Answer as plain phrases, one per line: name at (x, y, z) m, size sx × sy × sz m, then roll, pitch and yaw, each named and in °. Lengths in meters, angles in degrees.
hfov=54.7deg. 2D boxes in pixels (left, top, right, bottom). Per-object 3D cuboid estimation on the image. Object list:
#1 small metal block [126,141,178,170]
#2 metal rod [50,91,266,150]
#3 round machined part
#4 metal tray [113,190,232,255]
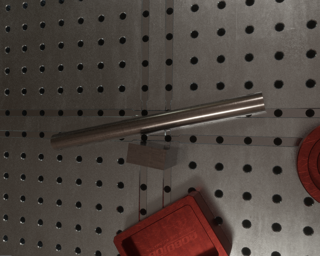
small metal block at (-0.009, 0.034, 0.402) m, size 0.050 × 0.050 × 0.025 m, roll 9°, pitch 93°, yaw 19°
metal rod at (-0.016, -0.005, 0.417) m, size 0.301 × 0.025 × 0.025 m, roll -11°, pitch 87°, yaw 19°
round machined part at (0.199, 0.038, 0.334) m, size 0.098 × 0.042 × 0.097 m, roll 0°, pitch 90°, yaw 19°
metal tray at (0.014, 0.152, 0.404) m, size 0.130 × 0.030 × 0.090 m, roll -34°, pitch 80°, yaw 16°
